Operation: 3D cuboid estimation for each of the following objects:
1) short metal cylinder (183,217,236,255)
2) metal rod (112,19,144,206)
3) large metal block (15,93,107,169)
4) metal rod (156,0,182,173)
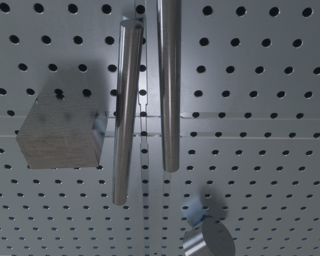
[{"bbox_3d":[0.088,0.209,0.554,0.080,0.080,0.050,30,124,-23],"label":"short metal cylinder"},{"bbox_3d":[-0.048,0.005,0.415,0.025,0.025,0.298,6,130,-5],"label":"metal rod"},{"bbox_3d":[-0.113,0.002,0.376,0.080,0.080,0.050,-2,130,2],"label":"large metal block"},{"bbox_3d":[0.012,-0.057,0.363,0.025,0.025,0.298,-2,130,1],"label":"metal rod"}]
